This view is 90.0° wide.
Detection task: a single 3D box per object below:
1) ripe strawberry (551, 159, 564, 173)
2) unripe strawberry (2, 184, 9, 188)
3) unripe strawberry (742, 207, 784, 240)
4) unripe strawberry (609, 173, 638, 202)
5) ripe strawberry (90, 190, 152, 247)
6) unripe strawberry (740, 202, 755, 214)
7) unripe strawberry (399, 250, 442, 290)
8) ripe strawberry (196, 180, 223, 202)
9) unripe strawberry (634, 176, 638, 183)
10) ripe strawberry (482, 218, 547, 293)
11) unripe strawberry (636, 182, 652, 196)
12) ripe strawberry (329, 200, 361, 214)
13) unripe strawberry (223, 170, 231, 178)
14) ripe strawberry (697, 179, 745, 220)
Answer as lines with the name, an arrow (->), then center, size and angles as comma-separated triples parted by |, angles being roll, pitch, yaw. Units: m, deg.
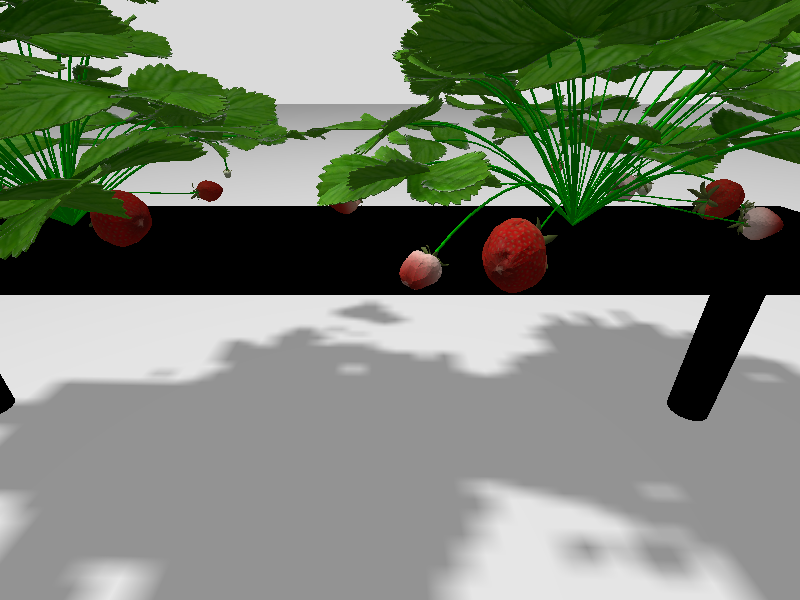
ripe strawberry -> 0.226, -0.192, 0.576 | 0.017, 0.020, 0.019 | 8, 6, 14
unripe strawberry -> -0.437, -0.119, 0.439 | 0.017, 0.018, 0.016 | -15, 14, 40
unripe strawberry -> 0.292, -0.061, 0.322 | 0.027, 0.026, 0.025 | 8, 29, 13
unripe strawberry -> 0.242, -0.123, 0.435 | 0.029, 0.031, 0.032 | 24, 35, 37
ripe strawberry -> -0.212, -0.063, 0.310 | 0.043, 0.043, 0.040 | 15, 31, 26
unripe strawberry -> 0.338, -0.089, 0.388 | 0.011, 0.011, 0.010 | -2, 28, -11
unripe strawberry -> 0.011, -0.017, 0.239 | 0.026, 0.023, 0.023 | 27, -26, 41
ripe strawberry -> -0.204, -0.117, 0.429 | 0.026, 0.022, 0.026 | -23, 35, -37
unripe strawberry -> 0.286, -0.144, 0.485 | 0.010, 0.011, 0.011 | 23, 35, 36
ripe strawberry -> 0.065, -0.024, 0.232 | 0.038, 0.043, 0.041 | 17, 33, 30
unripe strawberry -> 0.278, -0.127, 0.457 | 0.017, 0.018, 0.018 | 27, -12, 41
ripe strawberry -> -0.057, -0.101, 0.390 | 0.035, 0.034, 0.032 | 2, 28, 11
unripe strawberry -> -0.230, -0.168, 0.533 | 0.011, 0.010, 0.010 | 9, 29, 16
ripe strawberry -> 0.294, -0.091, 0.365 | 0.036, 0.037, 0.033 | -3, 28, -6
